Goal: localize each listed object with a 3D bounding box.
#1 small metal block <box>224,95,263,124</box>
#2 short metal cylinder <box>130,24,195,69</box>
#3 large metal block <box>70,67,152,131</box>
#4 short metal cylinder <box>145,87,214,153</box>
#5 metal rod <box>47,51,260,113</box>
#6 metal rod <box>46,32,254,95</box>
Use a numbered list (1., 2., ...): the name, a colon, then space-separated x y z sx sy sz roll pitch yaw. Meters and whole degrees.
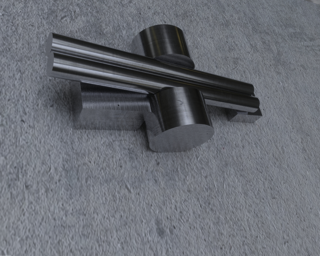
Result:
1. small metal block: 0.130 -0.036 0.497 0.050 0.025 0.050 3 61 -27
2. short metal cylinder: 0.003 -0.096 0.430 0.081 0.080 0.050 1 61 -28
3. large metal block: -0.064 -0.043 0.382 0.081 0.050 0.080 2 61 -27
4. short metal cylinder: 0.022 -0.008 0.386 0.081 0.080 0.050 1 61 -28
5. metal rod: 0.017 -0.049 0.387 0.302 0.025 0.025 6 59 -34
6. metal rod: 0.012 -0.071 0.398 0.302 0.025 0.025 6 59 -34
